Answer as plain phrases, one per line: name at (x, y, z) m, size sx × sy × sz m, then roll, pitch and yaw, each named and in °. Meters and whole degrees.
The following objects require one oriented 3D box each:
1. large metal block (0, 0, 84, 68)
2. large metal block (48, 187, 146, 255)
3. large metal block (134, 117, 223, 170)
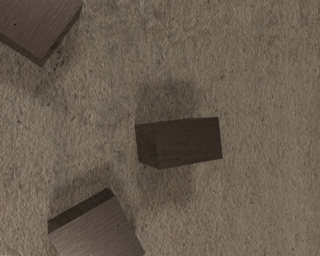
large metal block at (-0.144, -0.126, 0.343) m, size 0.080 × 0.050 × 0.080 m, roll 34°, pitch 79°, yaw -17°
large metal block at (-0.076, 0.130, 0.369) m, size 0.081 × 0.050 × 0.080 m, roll -28°, pitch 100°, yaw -18°
large metal block at (0.020, 0.016, 0.388) m, size 0.081 × 0.080 × 0.050 m, roll -7°, pitch 93°, yaw -20°
